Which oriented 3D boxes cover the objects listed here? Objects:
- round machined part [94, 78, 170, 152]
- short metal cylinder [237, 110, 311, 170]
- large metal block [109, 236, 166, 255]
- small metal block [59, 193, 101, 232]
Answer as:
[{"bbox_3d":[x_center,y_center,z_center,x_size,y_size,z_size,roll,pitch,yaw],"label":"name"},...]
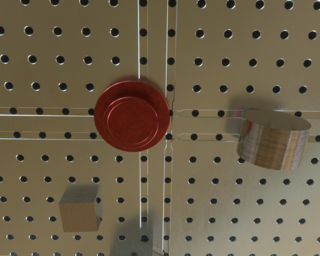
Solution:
[{"bbox_3d":[-0.036,-0.012,0.399,0.099,0.042,0.097,0,110,0],"label":"round machined part"},{"bbox_3d":[0.141,0.012,0.390,0.081,0.080,0.050,4,110,-2],"label":"short metal cylinder"},{"bbox_3d":[-0.035,0.223,0.466,0.080,0.080,0.050,-26,108,9],"label":"large metal block"},{"bbox_3d":[-0.118,0.125,0.458,0.050,0.025,0.050,-2,110,0],"label":"small metal block"}]
